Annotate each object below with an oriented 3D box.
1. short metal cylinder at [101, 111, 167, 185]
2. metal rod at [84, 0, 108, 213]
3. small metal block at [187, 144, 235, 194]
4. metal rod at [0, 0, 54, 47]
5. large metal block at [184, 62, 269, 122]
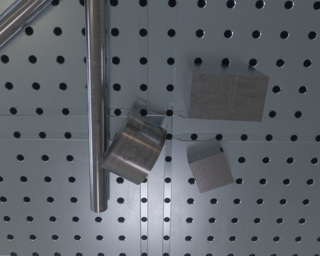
[{"bbox_3d":[-0.033,0.025,0.393,0.050,0.080,0.080,29,108,-10],"label":"short metal cylinder"},{"bbox_3d":[-0.082,-0.022,0.404,0.025,0.025,0.298,3,110,-1],"label":"metal rod"},{"bbox_3d":[0.071,0.058,0.435,0.050,0.025,0.050,-20,109,7],"label":"small metal block"},{"bbox_3d":[-0.193,-0.113,0.369,0.300,0.025,0.025,-35,107,12],"label":"metal rod"},{"bbox_3d":[0.073,-0.046,0.368,0.081,0.080,0.050,3,110,-1],"label":"large metal block"}]
